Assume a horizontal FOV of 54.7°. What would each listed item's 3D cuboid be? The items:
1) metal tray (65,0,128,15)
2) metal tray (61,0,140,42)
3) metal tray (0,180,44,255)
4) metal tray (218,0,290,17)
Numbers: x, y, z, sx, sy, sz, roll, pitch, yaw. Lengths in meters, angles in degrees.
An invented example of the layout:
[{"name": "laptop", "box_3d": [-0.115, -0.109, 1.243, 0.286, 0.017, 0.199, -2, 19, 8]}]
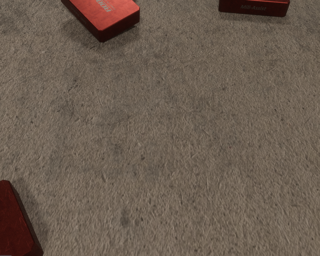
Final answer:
[{"name": "metal tray", "box_3d": [-0.122, -0.283, 0.635, 0.131, 0.030, 0.090, -31, 57, -24]}, {"name": "metal tray", "box_3d": [-0.110, -0.224, 0.562, 0.090, 0.030, 0.130, -37, 72, -20]}, {"name": "metal tray", "box_3d": [-0.194, 0.119, 0.298, 0.131, 0.030, 0.090, -27, 55, -21]}, {"name": "metal tray", "box_3d": [0.187, -0.266, 0.625, 0.131, 0.030, 0.090, 7, 50, 5]}]
